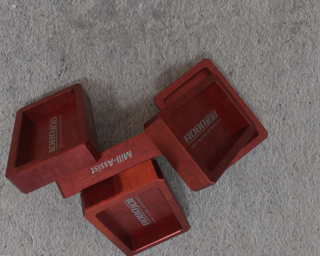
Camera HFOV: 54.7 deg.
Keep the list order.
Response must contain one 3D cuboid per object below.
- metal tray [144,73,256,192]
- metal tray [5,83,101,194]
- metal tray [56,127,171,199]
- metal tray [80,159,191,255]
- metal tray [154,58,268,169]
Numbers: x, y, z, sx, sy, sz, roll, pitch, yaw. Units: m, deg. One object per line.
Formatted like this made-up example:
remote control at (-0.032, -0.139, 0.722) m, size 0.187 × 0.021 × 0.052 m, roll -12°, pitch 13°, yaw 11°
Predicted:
metal tray at (0.052, -0.001, 0.356) m, size 0.090 × 0.030 × 0.131 m, roll 52°, pitch 45°, yaw -1°
metal tray at (-0.124, 0.005, 0.362) m, size 0.090 × 0.130 × 0.030 m, roll -24°, pitch 129°, yaw -1°
metal tray at (-0.052, 0.037, 0.378) m, size 0.131 × 0.090 × 0.030 m, roll -25°, pitch 90°, yaw 0°
metal tray at (-0.023, 0.100, 0.367) m, size 0.090 × 0.030 × 0.130 m, roll -25°, pitch 135°, yaw 0°
metal tray at (0.065, -0.014, 0.409) m, size 0.090 × 0.030 × 0.130 m, roll -38°, pitch 91°, yaw -1°
